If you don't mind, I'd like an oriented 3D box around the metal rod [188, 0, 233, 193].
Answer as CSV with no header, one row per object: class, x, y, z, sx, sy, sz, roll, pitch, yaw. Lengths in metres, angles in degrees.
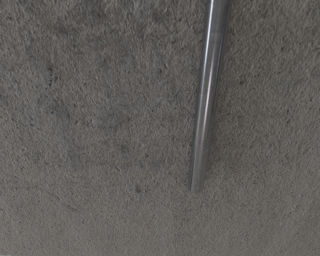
metal rod,0.057,-0.022,0.388,0.025,0.025,0.298,0,130,0
